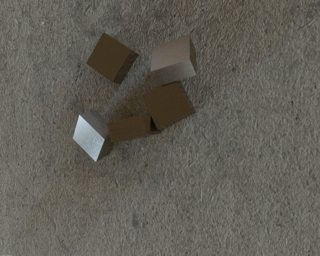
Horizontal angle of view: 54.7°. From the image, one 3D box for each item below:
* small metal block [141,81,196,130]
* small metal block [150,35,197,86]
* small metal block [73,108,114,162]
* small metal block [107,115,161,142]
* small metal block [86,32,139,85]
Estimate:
[{"bbox_3d":[0.012,-0.031,0.405,0.050,0.025,0.050,-28,81,17],"label":"small metal block"},{"bbox_3d":[0.018,-0.085,0.389,0.050,0.025,0.050,-13,48,19],"label":"small metal block"},{"bbox_3d":[-0.090,0.010,0.429,0.050,0.025,0.050,42,133,15],"label":"small metal block"},{"bbox_3d":[-0.033,0.001,0.407,0.050,0.050,0.025,-12,86,19],"label":"small metal block"},{"bbox_3d":[-0.066,-0.097,0.432,0.050,0.025,0.050,36,101,16],"label":"small metal block"}]
